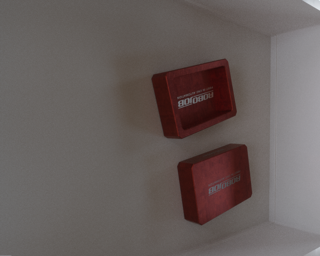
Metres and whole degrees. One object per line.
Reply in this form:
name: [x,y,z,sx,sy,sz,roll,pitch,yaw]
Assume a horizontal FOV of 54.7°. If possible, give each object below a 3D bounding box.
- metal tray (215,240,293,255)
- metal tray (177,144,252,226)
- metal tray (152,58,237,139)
metal tray: [0.135,0.219,0.480,0.131,0.090,0.030,-4,93,-40]
metal tray: [0.089,0.082,0.478,0.131,0.030,0.089,-14,99,-39]
metal tray: [0.055,-0.045,0.448,0.131,0.030,0.089,-21,103,-38]
